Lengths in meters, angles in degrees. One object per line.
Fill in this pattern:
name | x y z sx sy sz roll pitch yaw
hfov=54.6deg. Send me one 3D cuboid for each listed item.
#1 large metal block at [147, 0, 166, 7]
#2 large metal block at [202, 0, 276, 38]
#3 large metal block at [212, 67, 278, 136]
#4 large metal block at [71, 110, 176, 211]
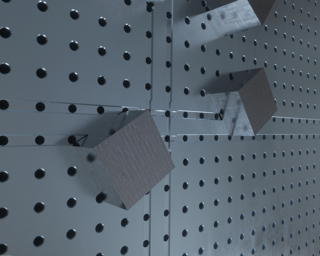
large metal block | 0.018 -0.209 0.386 0.050 0.080 0.080 44 64 -31
large metal block | 0.124 -0.192 0.475 0.050 0.080 0.080 45 63 -31
large metal block | 0.141 -0.043 0.509 0.080 0.050 0.080 -40 115 -32
large metal block | -0.040 0.034 0.359 0.080 0.050 0.080 -38 113 -33
